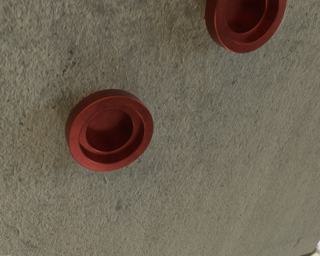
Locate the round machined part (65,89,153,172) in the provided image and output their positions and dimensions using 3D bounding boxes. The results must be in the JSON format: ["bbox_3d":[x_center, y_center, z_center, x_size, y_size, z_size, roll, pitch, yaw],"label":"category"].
[{"bbox_3d":[-0.061,-0.001,0.362,0.099,0.042,0.097,-14,124,-21],"label":"round machined part"}]

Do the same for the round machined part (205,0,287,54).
[{"bbox_3d":[0.094,-0.140,0.360,0.099,0.042,0.097,-14,124,-21],"label":"round machined part"}]
